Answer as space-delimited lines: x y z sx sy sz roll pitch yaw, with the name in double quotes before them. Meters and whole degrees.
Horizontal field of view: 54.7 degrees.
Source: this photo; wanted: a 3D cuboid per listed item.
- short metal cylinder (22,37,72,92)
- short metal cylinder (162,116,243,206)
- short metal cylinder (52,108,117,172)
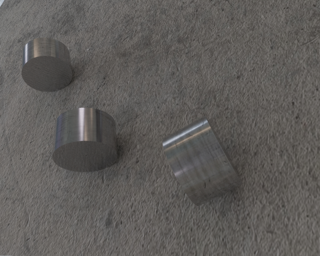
"short metal cylinder" -0.196 -0.109 0.539 0.080 0.080 0.050 -26 53 12
"short metal cylinder" 0.045 0.034 0.324 0.050 0.080 0.080 -29 52 10
"short metal cylinder" -0.098 0.018 0.409 0.080 0.080 0.050 -20 54 16
